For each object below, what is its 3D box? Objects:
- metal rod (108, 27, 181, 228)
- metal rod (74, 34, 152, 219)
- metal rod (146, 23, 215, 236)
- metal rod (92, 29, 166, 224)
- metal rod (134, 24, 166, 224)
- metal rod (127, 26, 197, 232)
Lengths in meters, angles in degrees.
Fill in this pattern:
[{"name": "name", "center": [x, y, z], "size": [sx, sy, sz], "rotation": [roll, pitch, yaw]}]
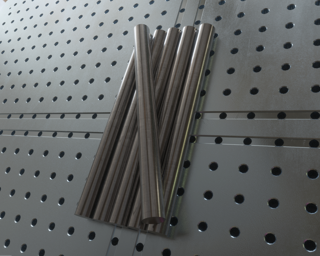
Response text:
[{"name": "metal rod", "center": [-0.013, -0.017, 0.425], "size": [0.025, 0.025, 0.300], "rotation": [1, 62, 29]}, {"name": "metal rod", "center": [-0.060, -0.020, 0.451], "size": [0.025, 0.025, 0.300], "rotation": [1, 62, 29]}, {"name": "metal rod", "center": [0.033, -0.016, 0.402], "size": [0.025, 0.025, 0.300], "rotation": [1, 62, 29]}, {"name": "metal rod", "center": [-0.034, -0.018, 0.437], "size": [0.025, 0.025, 0.300], "rotation": [1, 62, 29]}, {"name": "metal rod", "center": [-0.018, -0.029, 0.404], "size": [0.025, 0.025, 0.300], "rotation": [-18, 55, 18]}, {"name": "metal rod", "center": [0.010, -0.016, 0.415], "size": [0.025, 0.025, 0.300], "rotation": [1, 62, 29]}]
